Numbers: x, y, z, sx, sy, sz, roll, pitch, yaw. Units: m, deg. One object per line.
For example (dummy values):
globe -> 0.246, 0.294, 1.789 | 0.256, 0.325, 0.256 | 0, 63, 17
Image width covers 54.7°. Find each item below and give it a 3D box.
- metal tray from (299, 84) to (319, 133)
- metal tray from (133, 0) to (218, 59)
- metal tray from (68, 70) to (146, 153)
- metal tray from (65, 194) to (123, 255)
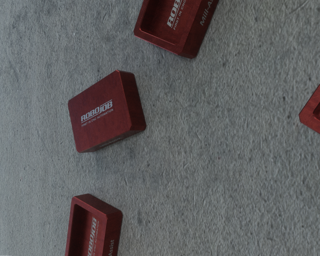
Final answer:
metal tray -> 0.188, -0.037, 0.245 | 0.090, 0.030, 0.129 | 41, 115, 32
metal tray -> 0.025, -0.162, 0.380 | 0.090, 0.030, 0.129 | 33, 111, 35
metal tray -> -0.085, -0.021, 0.472 | 0.130, 0.030, 0.090 | -23, 76, 37
metal tray -> -0.108, 0.181, 0.491 | 0.090, 0.030, 0.129 | 14, 99, 39
